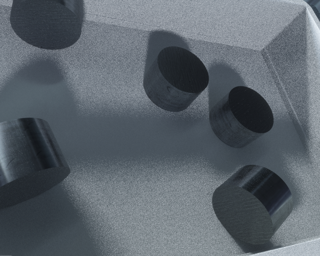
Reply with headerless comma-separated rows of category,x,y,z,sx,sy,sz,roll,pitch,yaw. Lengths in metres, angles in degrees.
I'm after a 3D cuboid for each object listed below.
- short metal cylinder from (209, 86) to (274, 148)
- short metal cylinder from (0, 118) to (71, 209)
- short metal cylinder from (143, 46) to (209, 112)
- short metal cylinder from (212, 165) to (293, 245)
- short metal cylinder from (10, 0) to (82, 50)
short metal cylinder,0.122,-0.016,0.468,0.081,0.050,0.080,14,56,-21
short metal cylinder,-0.130,0.033,0.281,0.081,0.080,0.050,-19,72,-36
short metal cylinder,0.023,-0.070,0.446,0.081,0.050,0.080,14,56,-21
short metal cylinder,0.111,0.092,0.376,0.050,0.080,0.080,-29,78,-38
short metal cylinder,-0.139,-0.144,0.384,0.081,0.080,0.050,8,59,-25
